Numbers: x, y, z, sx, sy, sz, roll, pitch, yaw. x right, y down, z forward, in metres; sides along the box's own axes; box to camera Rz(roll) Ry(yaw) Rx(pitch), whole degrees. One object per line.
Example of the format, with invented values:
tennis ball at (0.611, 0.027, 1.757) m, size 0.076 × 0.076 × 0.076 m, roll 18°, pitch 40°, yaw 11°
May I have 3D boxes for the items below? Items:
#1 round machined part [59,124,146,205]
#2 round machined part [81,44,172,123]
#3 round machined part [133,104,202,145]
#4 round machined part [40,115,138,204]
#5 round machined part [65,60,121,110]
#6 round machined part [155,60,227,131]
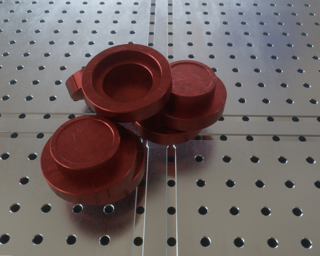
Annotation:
round machined part at (-0.066, 0.031, 0.343) m, size 0.099 × 0.042 × 0.098 m, roll 0°, pitch 50°, yaw 0°
round machined part at (-0.035, -0.046, 0.352) m, size 0.098 × 0.042 × 0.098 m, roll -1°, pitch 58°, yaw 2°
round machined part at (0.011, -0.029, 0.394) m, size 0.099 × 0.042 × 0.098 m, roll 0°, pitch 50°, yaw 0°
round machined part at (-0.073, 0.025, 0.320) m, size 0.099 × 0.042 × 0.098 m, roll 0°, pitch 50°, yaw 0°
round machined part at (-0.072, -0.056, 0.419) m, size 0.099 × 0.098 × 0.042 m, roll -22°, pitch 89°, yaw -17°
round machined part at (0.033, -0.047, 0.380) m, size 0.099 × 0.042 × 0.098 m, roll 0°, pitch 49°, yaw 0°
